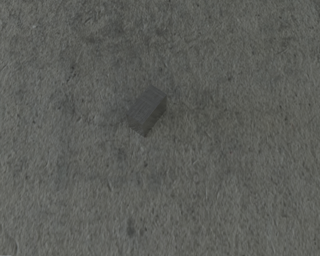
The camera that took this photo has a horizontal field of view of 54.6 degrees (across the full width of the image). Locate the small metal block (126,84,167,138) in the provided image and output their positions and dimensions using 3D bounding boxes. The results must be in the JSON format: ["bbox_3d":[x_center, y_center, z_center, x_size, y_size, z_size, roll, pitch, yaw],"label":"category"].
[{"bbox_3d":[-0.016,-0.021,0.403,0.025,0.050,0.050,35,74,12],"label":"small metal block"}]
